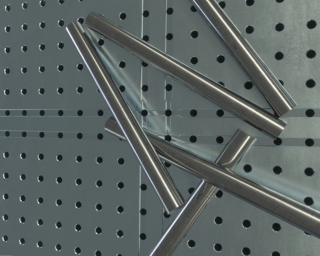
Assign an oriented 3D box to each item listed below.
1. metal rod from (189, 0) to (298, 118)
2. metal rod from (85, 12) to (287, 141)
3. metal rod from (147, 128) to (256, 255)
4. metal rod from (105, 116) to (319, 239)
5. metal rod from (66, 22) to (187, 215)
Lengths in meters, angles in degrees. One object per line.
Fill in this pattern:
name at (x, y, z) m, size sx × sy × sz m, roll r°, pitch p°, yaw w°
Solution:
metal rod at (0.067, -0.141, 0.388) m, size 0.025 × 0.025 × 0.299 m, roll -37°, pitch 79°, yaw 16°
metal rod at (0.022, -0.076, 0.404) m, size 0.300 × 0.025 × 0.025 m, roll 34°, pitch 101°, yaw 16°
metal rod at (0.025, 0.130, 0.403) m, size 0.025 × 0.025 × 0.299 m, roll 36°, pitch 101°, yaw 16°
metal rod at (0.053, 0.049, 0.368) m, size 0.300 × 0.025 × 0.025 m, roll 24°, pitch 98°, yaw 27°
metal rod at (-0.054, -0.028, 0.402) m, size 0.025 × 0.025 × 0.299 m, roll -38°, pitch 68°, yaw 16°
